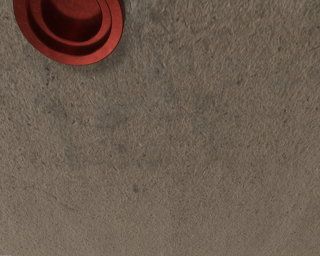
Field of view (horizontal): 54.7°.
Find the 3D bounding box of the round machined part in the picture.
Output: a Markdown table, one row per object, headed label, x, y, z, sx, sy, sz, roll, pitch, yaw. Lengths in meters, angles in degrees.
| label | x | y | z | sx | sy | sz | roll | pitch | yaw |
| --- | --- | --- | --- | --- | --- | --- | --- | --- | --- |
| round machined part | -0.083 | -0.114 | 0.298 | 0.099 | 0.042 | 0.097 | -1 | 130 | 0 |
